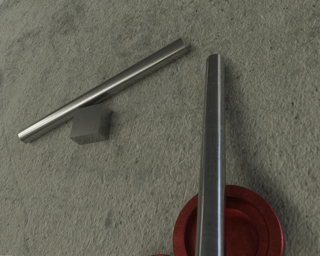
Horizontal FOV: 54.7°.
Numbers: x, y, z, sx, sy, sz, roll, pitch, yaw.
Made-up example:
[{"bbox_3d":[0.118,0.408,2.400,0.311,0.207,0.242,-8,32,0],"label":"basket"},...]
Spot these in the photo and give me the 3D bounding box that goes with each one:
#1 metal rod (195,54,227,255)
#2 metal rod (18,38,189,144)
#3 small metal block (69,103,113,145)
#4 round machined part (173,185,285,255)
[{"bbox_3d":[0.055,0.020,0.321,0.025,0.025,0.300,-11,44,22],"label":"metal rod"},{"bbox_3d":[-0.094,-0.054,0.486,0.300,0.025,0.025,-28,52,10],"label":"metal rod"},{"bbox_3d":[-0.102,-0.006,0.461,0.050,0.025,0.050,-10,57,22],"label":"small metal block"},{"bbox_3d":[0.065,0.107,0.290,0.098,0.042,0.098,-14,52,19],"label":"round machined part"}]
